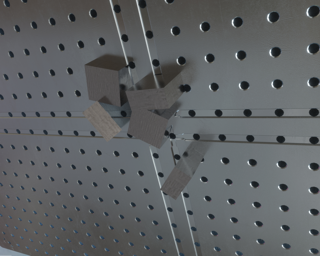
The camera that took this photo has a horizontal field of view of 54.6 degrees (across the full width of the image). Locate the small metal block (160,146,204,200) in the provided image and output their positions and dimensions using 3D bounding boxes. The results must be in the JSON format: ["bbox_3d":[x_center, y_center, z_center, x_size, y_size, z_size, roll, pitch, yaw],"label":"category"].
[{"bbox_3d":[0.030,0.060,0.417,0.025,0.050,0.050,33,129,7],"label":"small metal block"}]

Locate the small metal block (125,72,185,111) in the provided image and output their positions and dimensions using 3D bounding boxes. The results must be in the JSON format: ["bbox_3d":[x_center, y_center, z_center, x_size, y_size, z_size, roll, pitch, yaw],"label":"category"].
[{"bbox_3d":[-0.004,-0.044,0.371,0.050,0.050,0.025,-1,118,29],"label":"small metal block"}]

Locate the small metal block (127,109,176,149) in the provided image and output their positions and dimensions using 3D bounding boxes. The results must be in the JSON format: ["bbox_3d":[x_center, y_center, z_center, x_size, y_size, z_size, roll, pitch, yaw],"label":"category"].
[{"bbox_3d":[-0.012,-0.007,0.413,0.050,0.025,0.050,25,128,12],"label":"small metal block"}]

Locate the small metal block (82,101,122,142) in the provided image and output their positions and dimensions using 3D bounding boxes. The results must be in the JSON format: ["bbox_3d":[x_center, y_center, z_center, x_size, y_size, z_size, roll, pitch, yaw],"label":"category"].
[{"bbox_3d":[-0.080,-0.009,0.431,0.050,0.025,0.050,50,172,-8],"label":"small metal block"}]

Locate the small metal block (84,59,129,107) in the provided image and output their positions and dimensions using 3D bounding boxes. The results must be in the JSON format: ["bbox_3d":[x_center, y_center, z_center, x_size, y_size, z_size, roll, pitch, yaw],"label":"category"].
[{"bbox_3d":[-0.069,-0.060,0.411,0.050,0.025,0.050,14,124,20],"label":"small metal block"}]
